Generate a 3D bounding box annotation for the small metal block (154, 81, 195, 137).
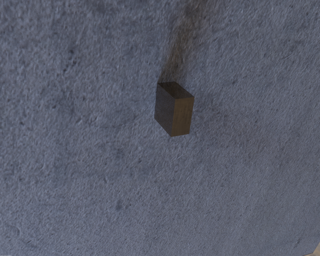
[{"bbox_3d":[0.016,-0.024,0.384,0.025,0.050,0.050,-9,122,-24],"label":"small metal block"}]
